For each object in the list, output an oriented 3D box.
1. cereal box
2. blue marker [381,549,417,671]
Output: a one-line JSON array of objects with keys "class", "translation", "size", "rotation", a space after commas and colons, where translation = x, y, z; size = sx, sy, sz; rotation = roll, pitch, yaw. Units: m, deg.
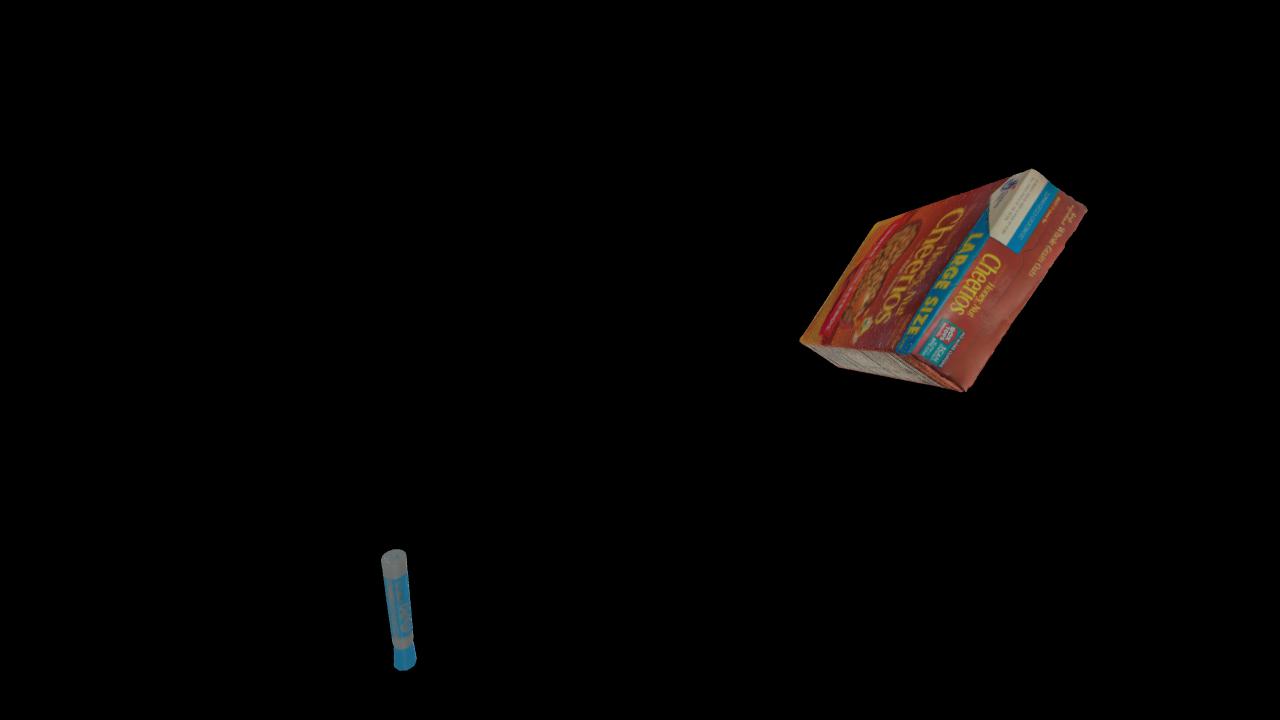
[{"class": "cereal box", "translation": [0.310, -0.081, 0.697], "size": [0.081, 0.203, 0.306], "rotation": [33, 1, -5]}, {"class": "blue marker", "translation": [-0.199, 0.211, 0.511], "size": [0.020, 0.121, 0.020], "rotation": [3, 23, -1]}]
